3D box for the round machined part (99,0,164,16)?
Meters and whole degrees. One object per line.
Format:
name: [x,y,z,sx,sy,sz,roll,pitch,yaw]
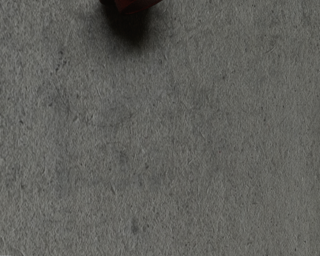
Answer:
round machined part: [-0.025,-0.166,0.361,0.099,0.098,0.042,-27,99,-18]
